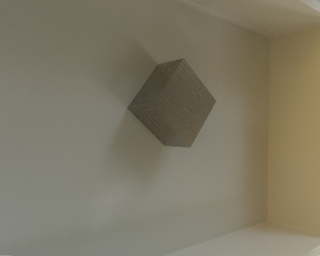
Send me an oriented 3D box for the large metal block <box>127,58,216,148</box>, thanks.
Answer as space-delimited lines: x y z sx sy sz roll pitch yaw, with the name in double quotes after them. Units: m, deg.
0.018 -0.031 0.407 0.080 0.050 0.080 47 62 -30 "large metal block"
